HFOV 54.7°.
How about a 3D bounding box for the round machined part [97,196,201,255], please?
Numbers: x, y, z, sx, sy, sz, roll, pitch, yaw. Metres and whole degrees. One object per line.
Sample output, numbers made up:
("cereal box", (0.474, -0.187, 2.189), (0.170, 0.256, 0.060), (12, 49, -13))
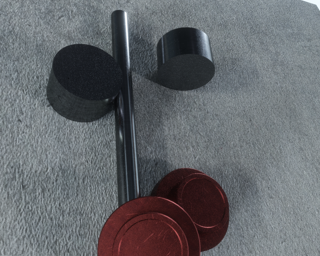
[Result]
("round machined part", (-0.010, 0.115, 0.294), (0.099, 0.042, 0.098), (1, 76, -4))

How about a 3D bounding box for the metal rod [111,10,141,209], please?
("metal rod", (-0.047, -0.041, 0.404), (0.025, 0.025, 0.299), (8, 58, -25))

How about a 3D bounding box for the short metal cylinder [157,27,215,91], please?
("short metal cylinder", (0.036, -0.098, 0.450), (0.081, 0.080, 0.050), (11, 57, -23))

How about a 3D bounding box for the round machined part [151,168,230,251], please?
("round machined part", (0.040, 0.092, 0.360), (0.099, 0.042, 0.098), (14, 56, -21))

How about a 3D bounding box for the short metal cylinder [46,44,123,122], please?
("short metal cylinder", (-0.091, -0.053, 0.372), (0.081, 0.050, 0.080), (14, 56, -21))
